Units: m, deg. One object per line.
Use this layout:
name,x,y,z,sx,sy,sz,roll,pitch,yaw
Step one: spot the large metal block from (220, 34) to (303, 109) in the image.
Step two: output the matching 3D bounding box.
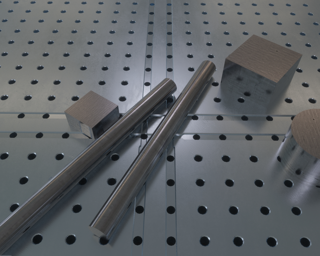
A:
large metal block,0.151,-0.087,0.466,0.080,0.050,0.080,33,57,24

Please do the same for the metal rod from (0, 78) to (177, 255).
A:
metal rod,-0.076,0.028,0.383,0.025,0.025,0.301,30,56,23

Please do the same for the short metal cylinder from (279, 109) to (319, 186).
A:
short metal cylinder,0.192,0.023,0.373,0.081,0.050,0.080,0,50,0

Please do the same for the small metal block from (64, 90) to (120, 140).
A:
small metal block,-0.091,-0.018,0.422,0.050,0.025,0.050,29,56,22

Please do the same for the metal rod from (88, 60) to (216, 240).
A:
metal rod,0.007,0.006,0.402,0.025,0.025,0.301,22,53,17
